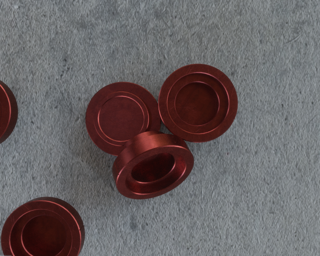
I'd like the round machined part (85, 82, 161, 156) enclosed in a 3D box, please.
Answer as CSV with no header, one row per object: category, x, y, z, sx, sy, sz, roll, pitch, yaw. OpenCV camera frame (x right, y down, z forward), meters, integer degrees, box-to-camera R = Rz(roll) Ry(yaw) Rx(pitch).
round machined part,-0.047,-0.011,0.401,0.099,0.042,0.097,0,90,0

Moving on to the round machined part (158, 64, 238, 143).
round machined part,0.047,-0.031,0.401,0.099,0.042,0.097,0,90,-1

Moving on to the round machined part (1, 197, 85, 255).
round machined part,-0.146,0.137,0.400,0.099,0.042,0.097,0,90,0

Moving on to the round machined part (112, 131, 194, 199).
round machined part,-0.011,0.042,0.383,0.098,0.098,0.042,-27,49,0

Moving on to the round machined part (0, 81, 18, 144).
round machined part,-0.232,-0.020,0.400,0.099,0.042,0.097,0,90,0
